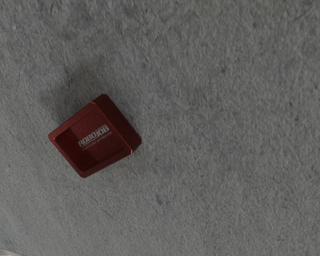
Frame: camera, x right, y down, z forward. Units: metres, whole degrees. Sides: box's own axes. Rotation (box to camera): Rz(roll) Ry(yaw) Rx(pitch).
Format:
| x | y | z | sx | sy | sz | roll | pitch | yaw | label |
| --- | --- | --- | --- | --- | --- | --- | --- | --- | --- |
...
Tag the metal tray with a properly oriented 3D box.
| x | y | z | sx | sy | sz | roll | pitch | yaw | label |
| --- | --- | --- | --- | --- | --- | --- | --- | --- | --- |
| -0.101 | 0.017 | 0.467 | 0.130 | 0.030 | 0.090 | -29 | 103 | 37 | metal tray |
